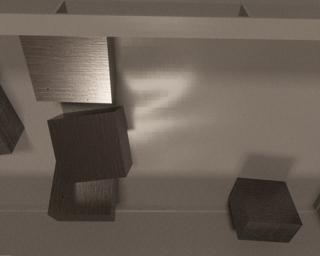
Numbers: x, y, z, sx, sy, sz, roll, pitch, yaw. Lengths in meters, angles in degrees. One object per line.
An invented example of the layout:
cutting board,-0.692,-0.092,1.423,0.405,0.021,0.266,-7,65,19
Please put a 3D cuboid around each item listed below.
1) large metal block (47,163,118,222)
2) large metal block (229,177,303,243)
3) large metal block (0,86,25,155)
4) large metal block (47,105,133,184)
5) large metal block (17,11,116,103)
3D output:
large metal block,-0.104,0.087,0.437,0.081,0.080,0.050,1,153,-1
large metal block,0.160,0.127,0.484,0.081,0.080,0.050,6,130,-6
large metal block,-0.230,-0.009,0.381,0.080,0.050,0.080,-6,130,5
large metal block,-0.084,0.020,0.387,0.080,0.050,0.079,-7,102,5
large metal block,-0.091,-0.074,0.328,0.081,0.050,0.079,1,130,-2
